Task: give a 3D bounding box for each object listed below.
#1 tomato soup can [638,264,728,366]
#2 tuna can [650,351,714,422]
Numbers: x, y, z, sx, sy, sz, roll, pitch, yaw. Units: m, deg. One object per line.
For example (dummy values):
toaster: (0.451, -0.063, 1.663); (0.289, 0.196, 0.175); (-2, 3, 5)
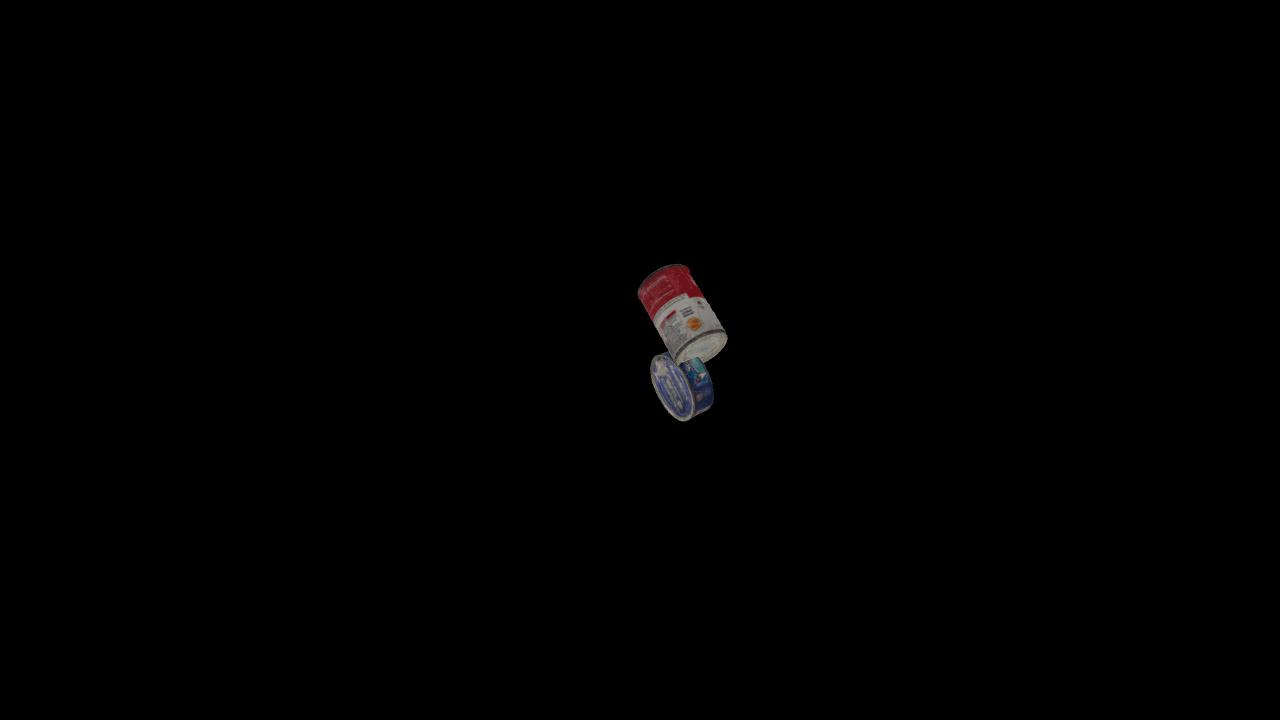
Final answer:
tomato soup can: (0.048, -0.049, 0.698); (0.068, 0.101, 0.068); (-22, -27, -12)
tuna can: (0.049, 0.027, 0.718); (0.034, 0.084, 0.084); (-24, 10, -24)
